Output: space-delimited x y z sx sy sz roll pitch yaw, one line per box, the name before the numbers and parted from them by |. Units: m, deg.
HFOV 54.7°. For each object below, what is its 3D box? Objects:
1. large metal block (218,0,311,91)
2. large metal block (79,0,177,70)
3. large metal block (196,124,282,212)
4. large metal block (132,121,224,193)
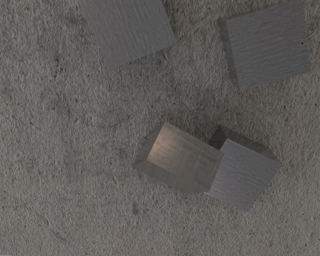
large metal block | 0.120 -0.097 0.362 0.080 0.050 0.080 -15 110 5
large metal block | -0.033 -0.122 0.351 0.080 0.050 0.080 -20 109 7
large metal block | 0.099 0.054 0.417 0.080 0.050 0.080 25 108 -9
large metal block | 0.019 0.040 0.387 0.080 0.080 0.050 29 71 -9
